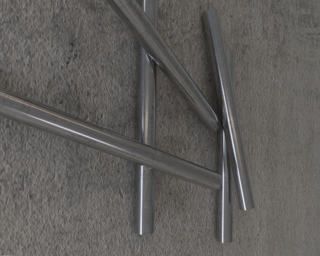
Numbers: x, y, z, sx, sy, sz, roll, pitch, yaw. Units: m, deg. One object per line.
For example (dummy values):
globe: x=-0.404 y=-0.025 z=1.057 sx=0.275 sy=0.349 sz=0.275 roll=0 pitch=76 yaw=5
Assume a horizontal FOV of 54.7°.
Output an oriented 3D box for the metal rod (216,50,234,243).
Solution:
metal rod: x=0.104 y=0.029 z=0.491 sx=0.025 sy=0.025 sz=0.298 roll=1 pitch=89 yaw=-40

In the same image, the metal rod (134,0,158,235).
metal rod: x=-0.017 y=-0.019 z=0.389 sx=0.025 sy=0.025 sz=0.298 roll=1 pitch=89 yaw=-40

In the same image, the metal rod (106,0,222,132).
metal rod: x=0.005 y=-0.085 z=0.375 sx=0.300 sy=0.025 sz=0.025 roll=46 pitch=62 yaw=-42

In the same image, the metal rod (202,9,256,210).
metal rod: x=0.103 y=-0.028 z=0.465 sx=0.025 sy=0.025 sz=0.298 roll=-10 pitch=89 yaw=-40

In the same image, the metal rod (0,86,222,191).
metal rod: x=-0.046 y=0.019 z=0.341 sx=0.302 sy=0.025 sz=0.025 roll=24 pitch=75 yaw=-30
